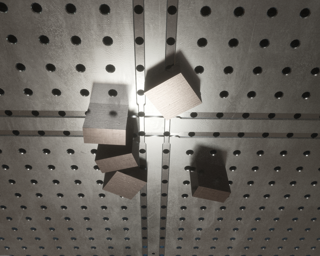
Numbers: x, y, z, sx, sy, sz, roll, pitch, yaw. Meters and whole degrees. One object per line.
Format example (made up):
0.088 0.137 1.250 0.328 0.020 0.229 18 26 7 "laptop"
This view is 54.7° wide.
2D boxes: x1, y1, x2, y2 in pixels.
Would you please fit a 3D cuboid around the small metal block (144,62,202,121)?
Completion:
0.016 -0.043 0.375 0.050 0.025 0.050 -27 126 20 "small metal block"

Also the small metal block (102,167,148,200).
-0.054 0.080 0.479 0.050 0.025 0.050 25 126 -21 "small metal block"

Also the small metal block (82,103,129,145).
-0.067 -0.006 0.389 0.050 0.050 0.025 3 130 -3 "small metal block"

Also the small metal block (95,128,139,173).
-0.056 0.030 0.420 0.050 0.050 0.025 -12 129 10 "small metal block"

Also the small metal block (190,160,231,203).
0.074 0.080 0.465 0.050 0.050 0.025 14 129 -12 "small metal block"
